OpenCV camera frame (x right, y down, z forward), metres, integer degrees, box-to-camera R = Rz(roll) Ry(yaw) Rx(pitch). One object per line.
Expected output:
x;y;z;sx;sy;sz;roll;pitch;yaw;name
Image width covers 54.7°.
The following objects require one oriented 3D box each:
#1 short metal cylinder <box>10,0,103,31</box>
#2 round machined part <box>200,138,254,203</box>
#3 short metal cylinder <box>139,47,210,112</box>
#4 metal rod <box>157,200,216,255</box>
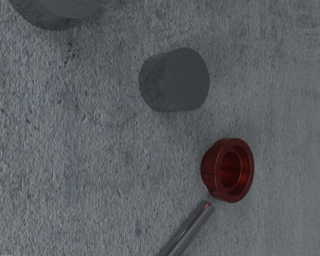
-0.102;-0.142;0.304;0.081;0.050;0.079;0;90;-40;short metal cylinder
0.101;0.064;0.481;0.099;0.042;0.097;0;90;-40;round machined part
0.019;-0.061;0.407;0.081;0.050;0.079;0;90;-40;short metal cylinder
-0.023;0.203;0.388;0.302;0.025;0.025;-41;116;-32;metal rod
